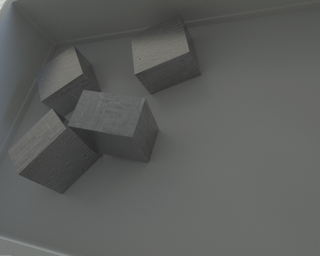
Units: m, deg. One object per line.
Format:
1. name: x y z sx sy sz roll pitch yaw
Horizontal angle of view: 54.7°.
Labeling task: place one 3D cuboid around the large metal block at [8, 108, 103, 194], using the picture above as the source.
1. large metal block: -0.140 0.034 0.424 0.080 0.080 0.050 -45 51 -3

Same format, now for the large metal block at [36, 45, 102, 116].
1. large metal block: -0.154 -0.078 0.519 0.080 0.050 0.080 -32 52 7

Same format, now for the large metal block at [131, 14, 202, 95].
1. large metal block: 0.008 -0.106 0.451 0.080 0.050 0.080 -20 54 16

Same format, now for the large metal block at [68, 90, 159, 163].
1. large metal block: -0.053 0.000 0.388 0.080 0.080 0.050 9 66 16
